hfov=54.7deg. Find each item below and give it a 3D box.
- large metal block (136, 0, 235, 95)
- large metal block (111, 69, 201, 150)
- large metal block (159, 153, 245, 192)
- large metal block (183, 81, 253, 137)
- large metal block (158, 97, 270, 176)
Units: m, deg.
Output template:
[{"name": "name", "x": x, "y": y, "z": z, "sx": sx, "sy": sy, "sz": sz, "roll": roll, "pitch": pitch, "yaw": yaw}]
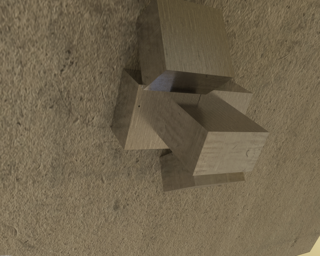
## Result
[{"name": "large metal block", "x": 0.025, "y": -0.084, "z": 0.328, "sx": 0.081, "sy": 0.050, "sz": 0.080, "roll": 1, "pitch": 74, "yaw": -29}, {"name": "large metal block", "x": -0.007, "y": -0.022, "z": 0.374, "sx": 0.081, "sy": 0.050, "sz": 0.079, "roll": 1, "pitch": 118, "yaw": -29}, {"name": "large metal block", "x": 0.056, "y": 0.057, "z": 0.432, "sx": 0.081, "sy": 0.080, "sz": 0.050, "roll": 0, "pitch": 75, "yaw": -29}, {"name": "large metal block", "x": 0.065, "y": -0.022, "z": 0.414, "sx": 0.081, "sy": 0.050, "sz": 0.079, "roll": 1, "pitch": 118, "yaw": -29}, {"name": "large metal block", "x": 0.056, "y": 0.007, "z": 0.345, "sx": 0.081, "sy": 0.080, "sz": 0.050, "roll": 1, "pitch": 118, "yaw": -29}]
